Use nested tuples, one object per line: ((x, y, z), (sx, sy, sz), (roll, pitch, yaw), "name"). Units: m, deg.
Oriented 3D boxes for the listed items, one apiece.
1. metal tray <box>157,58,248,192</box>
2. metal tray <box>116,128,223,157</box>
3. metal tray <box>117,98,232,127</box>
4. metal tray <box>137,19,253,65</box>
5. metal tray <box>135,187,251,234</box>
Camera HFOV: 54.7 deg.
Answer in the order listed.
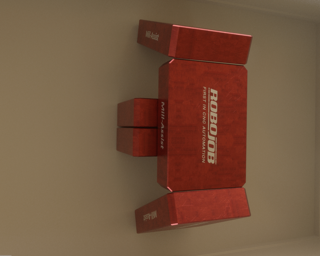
((0.045, -0.002, 0.327), (0.091, 0.030, 0.129), (1, 90, -21), "metal tray")
((0.020, 0.015, 0.382), (0.131, 0.090, 0.030), (1, 90, -20), "metal tray")
((0.021, -0.016, 0.382), (0.131, 0.090, 0.030), (1, 90, -20), "metal tray")
((0.033, -0.104, 0.364), (0.091, 0.130, 0.030), (1, 110, -20), "metal tray")
((0.031, 0.099, 0.363), (0.091, 0.129, 0.030), (1, 68, -21), "metal tray")
